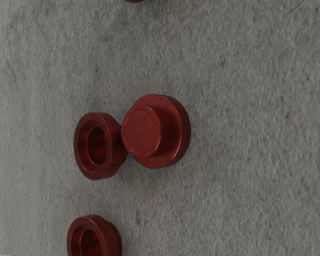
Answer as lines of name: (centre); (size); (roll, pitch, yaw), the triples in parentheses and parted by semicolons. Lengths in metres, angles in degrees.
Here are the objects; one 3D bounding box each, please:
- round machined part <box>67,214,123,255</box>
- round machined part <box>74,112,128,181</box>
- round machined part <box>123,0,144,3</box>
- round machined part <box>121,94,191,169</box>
round machined part: (-0.095, 0.180, 0.470); (0.098, 0.042, 0.097); (0, 90, 39)
round machined part: (-0.083, 0.026, 0.456); (0.098, 0.042, 0.097); (1, 92, 44)
round machined part: (-0.026, -0.216, 0.413); (0.098, 0.042, 0.097); (0, 90, 39)
round machined part: (-0.012, 0.004, 0.402); (0.098, 0.042, 0.097); (0, 90, 39)
